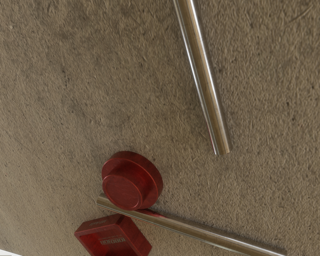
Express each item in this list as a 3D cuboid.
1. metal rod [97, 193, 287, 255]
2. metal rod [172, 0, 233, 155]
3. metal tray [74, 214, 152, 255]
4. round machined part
[{"bbox_3d":[0.035,0.153,0.481,0.301,0.025,0.025,12,123,21],"label":"metal rod"},{"bbox_3d":[0.033,-0.104,0.323,0.025,0.025,0.298,-5,116,30],"label":"metal rod"},{"bbox_3d":[-0.090,0.211,0.578,0.130,0.030,0.090,-24,106,36],"label":"metal tray"},{"bbox_3d":[-0.048,0.087,0.474,0.098,0.042,0.097,13,124,20],"label":"round machined part"}]
